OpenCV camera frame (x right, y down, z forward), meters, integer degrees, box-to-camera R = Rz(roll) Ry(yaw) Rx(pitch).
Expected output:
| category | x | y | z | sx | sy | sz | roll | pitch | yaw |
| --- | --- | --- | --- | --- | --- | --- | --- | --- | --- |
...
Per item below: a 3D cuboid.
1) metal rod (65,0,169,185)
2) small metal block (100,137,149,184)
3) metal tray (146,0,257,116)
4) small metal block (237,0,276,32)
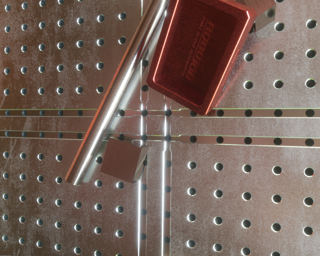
| category | x | y | z | sx | sy | sz | roll | pitch | yaw |
| --- | --- | --- | --- | --- | --- | --- | --- | --- | --- |
| metal rod | -0.060 | -0.053 | 0.432 | 0.025 | 0.025 | 0.298 | 30 | 100 | 17 |
| small metal block | -0.049 | 0.043 | 0.429 | 0.050 | 0.025 | 0.050 | 17 | 96 | 18 |
| metal tray | 0.043 | -0.091 | 0.367 | 0.090 | 0.030 | 0.129 | 31 | 124 | 17 |
| small metal block | 0.110 | -0.147 | 0.360 | 0.025 | 0.050 | 0.050 | -31 | 80 | 16 |
